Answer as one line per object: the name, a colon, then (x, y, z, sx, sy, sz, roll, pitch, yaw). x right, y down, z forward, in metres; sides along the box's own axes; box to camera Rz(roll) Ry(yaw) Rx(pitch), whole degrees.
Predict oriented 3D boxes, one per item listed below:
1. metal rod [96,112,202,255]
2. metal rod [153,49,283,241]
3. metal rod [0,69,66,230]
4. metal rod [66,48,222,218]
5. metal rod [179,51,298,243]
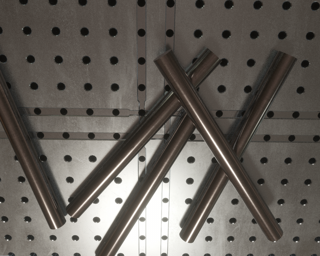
metal rod: (-0.023, 0.096, 0.448, 0.025, 0.025, 0.298, 28, 107, -10)
metal rod: (0.083, 0.034, 0.399, 0.025, 0.025, 0.299, -31, 108, 10)
metal rod: (-0.190, 0.008, 0.413, 0.025, 0.025, 0.298, -14, 110, 4)
metal rod: (-0.030, 0.016, 0.419, 0.025, 0.025, 0.299, 39, 105, -13)
metal rod: (0.100, 0.039, 0.429, 0.025, 0.025, 0.298, 22, 108, -8)
